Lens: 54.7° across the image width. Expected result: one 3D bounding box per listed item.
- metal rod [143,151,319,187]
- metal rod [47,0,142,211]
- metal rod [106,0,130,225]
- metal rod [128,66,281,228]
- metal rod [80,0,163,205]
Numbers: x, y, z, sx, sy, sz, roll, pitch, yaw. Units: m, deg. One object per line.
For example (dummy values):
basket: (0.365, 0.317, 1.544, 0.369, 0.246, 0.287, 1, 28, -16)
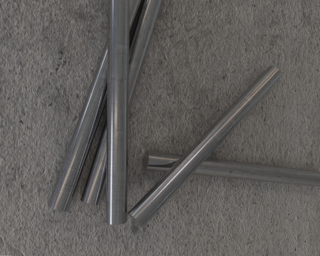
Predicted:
metal rod: (0.122, 0.063, 0.453, 0.302, 0.025, 0.025, 8, 87, -20)
metal rod: (-0.074, -0.047, 0.381, 0.025, 0.025, 0.299, 20, 83, -19)
metal rod: (-0.049, -0.040, 0.362, 0.025, 0.025, 0.298, 1, 90, -20)
metal rod: (0.073, 0.011, 0.415, 0.301, 0.025, 0.025, -43, 104, -23)
metal rod: (-0.043, -0.052, 0.392, 0.025, 0.025, 0.299, 19, 84, -19)
